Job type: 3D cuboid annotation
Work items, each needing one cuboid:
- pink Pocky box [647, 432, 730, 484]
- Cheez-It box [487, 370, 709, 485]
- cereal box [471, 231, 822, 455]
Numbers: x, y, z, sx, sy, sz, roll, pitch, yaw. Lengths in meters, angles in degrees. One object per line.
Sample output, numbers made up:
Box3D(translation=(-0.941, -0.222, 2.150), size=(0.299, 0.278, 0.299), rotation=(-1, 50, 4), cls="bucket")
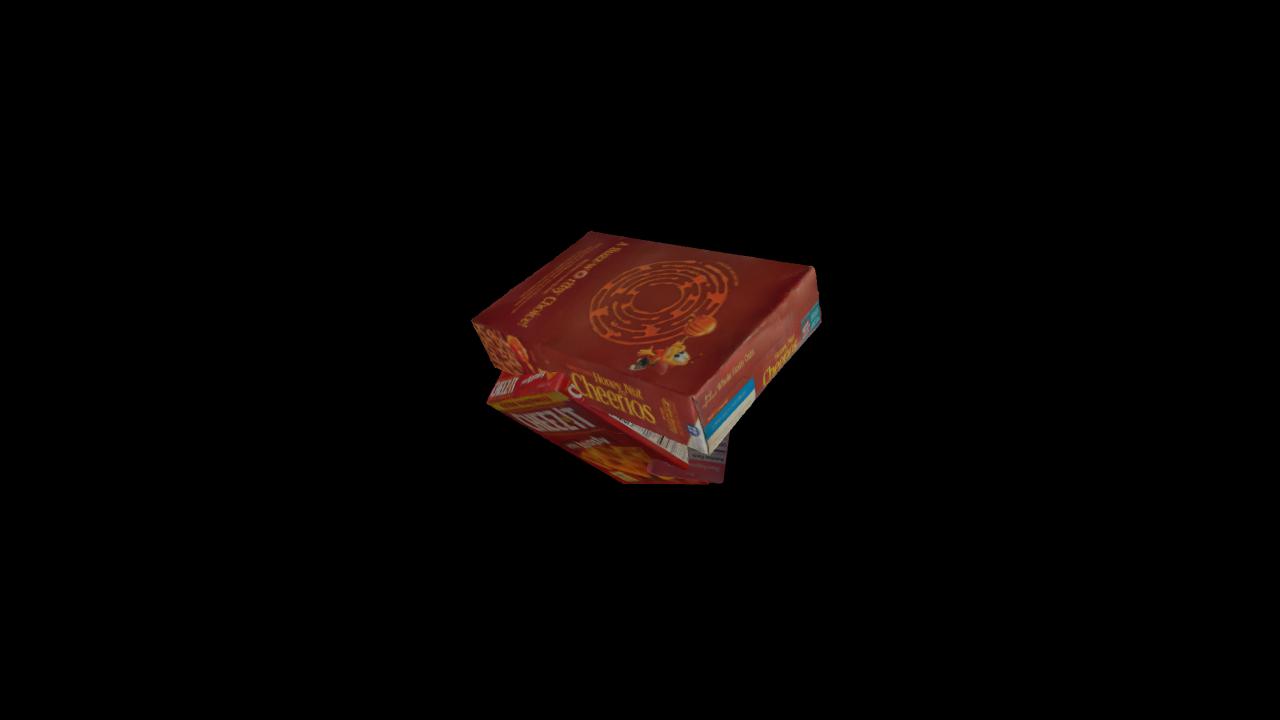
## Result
Box3D(translation=(0.060, 0.055, 0.684), size=(0.084, 0.155, 0.029), rotation=(10, -6, -14), cls="pink Pocky box")
Box3D(translation=(-0.040, 0.069, 0.703), size=(0.223, 0.071, 0.166), rotation=(36, -29, -28), cls="Cheez-It box")
Box3D(translation=(0.000, -0.038, 0.634), size=(0.306, 0.081, 0.203), rotation=(18, 49, 37), cls="cereal box")
